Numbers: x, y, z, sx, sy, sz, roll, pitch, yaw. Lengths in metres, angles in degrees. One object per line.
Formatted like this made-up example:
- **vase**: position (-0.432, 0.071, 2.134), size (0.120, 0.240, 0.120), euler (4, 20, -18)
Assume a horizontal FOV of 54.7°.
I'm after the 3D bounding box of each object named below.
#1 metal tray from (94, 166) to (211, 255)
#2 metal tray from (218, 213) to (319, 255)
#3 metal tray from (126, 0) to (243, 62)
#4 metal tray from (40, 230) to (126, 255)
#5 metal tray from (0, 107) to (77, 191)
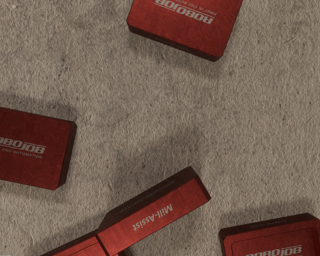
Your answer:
- **metal tray**: position (-0.008, 0.096, 0.377), size (0.130, 0.090, 0.030), euler (-30, 90, 0)
- **metal tray**: position (0.151, 0.171, 0.409), size (0.131, 0.030, 0.089), euler (-10, 90, -1)
- **metal tray**: position (0.032, -0.152, 0.408), size (0.131, 0.030, 0.090), euler (20, 90, -1)
- **metal tray**: position (-0.107, 0.197, 0.406), size (0.131, 0.030, 0.090), euler (-25, 90, -1)
- **metal tray**: position (-0.184, 0.023, 0.405), size (0.131, 0.030, 0.089), euler (12, 90, -1)
